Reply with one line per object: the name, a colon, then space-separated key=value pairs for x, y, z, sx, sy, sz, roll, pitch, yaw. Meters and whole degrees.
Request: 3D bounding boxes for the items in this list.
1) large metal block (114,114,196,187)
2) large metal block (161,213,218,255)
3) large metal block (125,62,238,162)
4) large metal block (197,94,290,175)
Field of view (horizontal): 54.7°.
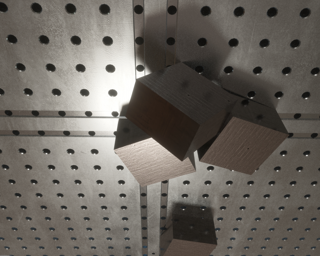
large metal block: x=-0.005 y=0.027 z=0.418 sx=0.080 sy=0.050 sz=0.080 roll=-19 pitch=128 yaw=14
large metal block: x=0.050 y=0.208 z=0.573 sx=0.081 sy=0.050 sz=0.079 roll=12 pitch=129 yaw=-11
large metal block: x=0.024 y=-0.022 z=0.336 sx=0.080 sy=0.081 sz=0.050 roll=38 pitch=131 yaw=20
large metal block: x=0.102 y=0.009 z=0.402 sx=0.081 sy=0.050 sz=0.079 roll=16 pitch=128 yaw=-18
